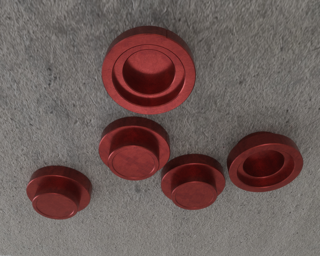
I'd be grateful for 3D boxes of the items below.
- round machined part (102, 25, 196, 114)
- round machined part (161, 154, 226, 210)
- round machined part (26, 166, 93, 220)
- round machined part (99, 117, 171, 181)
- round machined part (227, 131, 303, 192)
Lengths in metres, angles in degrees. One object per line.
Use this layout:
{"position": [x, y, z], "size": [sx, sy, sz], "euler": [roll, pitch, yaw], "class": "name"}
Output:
{"position": [-0.012, -0.066, 0.340], "size": [0.099, 0.042, 0.097], "euler": [0, 130, 0], "class": "round machined part"}
{"position": [0.050, 0.088, 0.471], "size": [0.099, 0.042, 0.097], "euler": [0, 130, 0], "class": "round machined part"}
{"position": [-0.159, 0.107, 0.486], "size": [0.099, 0.042, 0.097], "euler": [0, 130, 0], "class": "round machined part"}
{"position": [-0.035, 0.035, 0.425], "size": [0.099, 0.042, 0.097], "euler": [0, 130, 0], "class": "round machined part"}
{"position": [0.143, 0.043, 0.434], "size": [0.099, 0.042, 0.097], "euler": [0, 130, 0], "class": "round machined part"}
